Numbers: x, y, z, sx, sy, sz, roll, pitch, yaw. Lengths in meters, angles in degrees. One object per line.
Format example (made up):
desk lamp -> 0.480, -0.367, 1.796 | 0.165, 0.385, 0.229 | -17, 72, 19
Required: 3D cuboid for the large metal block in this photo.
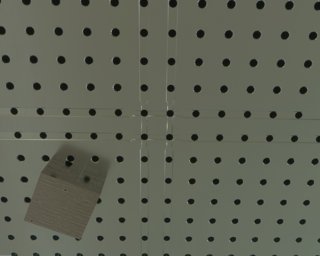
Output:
large metal block -> -0.131, 0.097, 0.435 | 0.080, 0.050, 0.080 | 23, 108, -8
